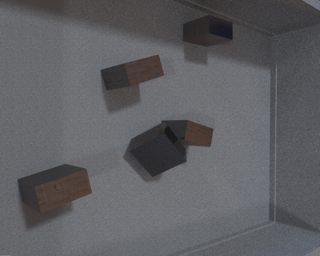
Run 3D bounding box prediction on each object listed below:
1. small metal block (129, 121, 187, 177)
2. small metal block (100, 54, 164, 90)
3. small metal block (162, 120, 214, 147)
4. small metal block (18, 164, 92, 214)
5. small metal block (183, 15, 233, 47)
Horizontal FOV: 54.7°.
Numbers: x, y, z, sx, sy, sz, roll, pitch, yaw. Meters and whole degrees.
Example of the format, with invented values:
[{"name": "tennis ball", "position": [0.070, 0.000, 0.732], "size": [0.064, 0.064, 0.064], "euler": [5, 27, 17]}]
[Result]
[{"name": "small metal block", "position": [-0.002, 0.027, 0.386], "size": [0.050, 0.050, 0.025], "euler": [52, 21, -28]}, {"name": "small metal block", "position": [-0.033, -0.065, 0.363], "size": [0.050, 0.050, 0.025], "euler": [-25, 106, -37]}, {"name": "small metal block", "position": [0.035, 0.008, 0.420], "size": [0.050, 0.050, 0.025], "euler": [17, 80, -39]}, {"name": "small metal block", "position": [-0.103, 0.057, 0.304], "size": [0.050, 0.050, 0.025], "euler": [-17, 101, -39]}, {"name": "small metal block", "position": [0.069, -0.139, 0.448], "size": [0.050, 0.050, 0.025], "euler": [-1, 91, -40]}]
